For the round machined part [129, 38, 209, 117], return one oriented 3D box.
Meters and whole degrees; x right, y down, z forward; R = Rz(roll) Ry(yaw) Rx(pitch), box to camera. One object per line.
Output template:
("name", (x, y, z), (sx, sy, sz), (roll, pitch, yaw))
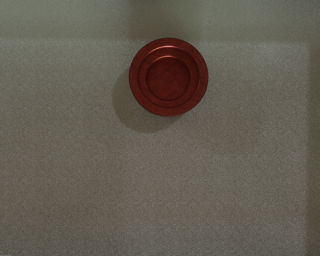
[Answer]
("round machined part", (0.011, -0.063, 0.403), (0.099, 0.042, 0.097), (0, 90, 0))
